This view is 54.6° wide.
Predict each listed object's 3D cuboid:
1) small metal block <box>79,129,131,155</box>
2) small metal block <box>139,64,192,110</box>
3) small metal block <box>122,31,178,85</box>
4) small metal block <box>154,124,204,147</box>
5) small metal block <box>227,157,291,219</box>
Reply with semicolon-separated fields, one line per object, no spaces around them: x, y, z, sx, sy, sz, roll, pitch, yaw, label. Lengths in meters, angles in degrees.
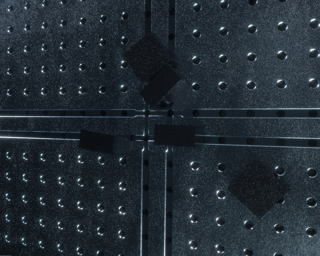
-0.074;0.018;0.426;0.050;0.050;0.025;9;93;20;small metal block
0.008;-0.050;0.397;0.050;0.050;0.025;-44;76;15;small metal block
-0.013;-0.092;0.418;0.050;0.025;0.050;-38;78;16;small metal block
0.025;0.009;0.391;0.050;0.050;0.025;2;91;20;small metal block
0.118;0.070;0.371;0.050;0.025;0.050;43;103;15;small metal block
